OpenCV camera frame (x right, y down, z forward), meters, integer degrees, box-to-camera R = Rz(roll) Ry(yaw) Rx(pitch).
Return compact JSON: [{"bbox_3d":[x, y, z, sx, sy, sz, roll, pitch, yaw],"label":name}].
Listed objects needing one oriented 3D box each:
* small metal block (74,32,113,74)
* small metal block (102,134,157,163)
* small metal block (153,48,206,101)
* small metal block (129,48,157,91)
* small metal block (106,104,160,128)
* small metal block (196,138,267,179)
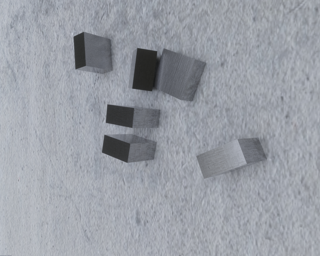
[{"bbox_3d":[-0.101,-0.112,0.469,0.025,0.050,0.050,-7,86,39],"label":"small metal block"},{"bbox_3d":[-0.042,0.026,0.421,0.050,0.050,0.025,16,100,38],"label":"small metal block"},{"bbox_3d":[0.023,-0.066,0.385,0.050,0.025,0.050,30,108,35],"label":"small metal block"},{"bbox_3d":[-0.024,-0.075,0.406,0.050,0.025,0.050,-145,62,-76],"label":"small metal block"},{"bbox_3d":[-0.036,-0.016,0.416,0.050,0.050,0.025,10,97,39],"label":"small metal block"},{"bbox_3d":[0.075,0.031,0.325,0.050,0.050,0.025,-28,73,36],"label":"small metal block"}]
